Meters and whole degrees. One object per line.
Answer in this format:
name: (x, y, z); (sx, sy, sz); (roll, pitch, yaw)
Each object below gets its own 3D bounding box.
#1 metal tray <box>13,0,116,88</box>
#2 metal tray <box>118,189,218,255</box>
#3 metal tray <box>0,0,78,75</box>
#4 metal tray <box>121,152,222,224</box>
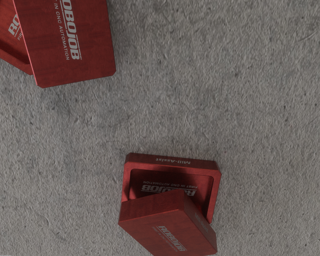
metal tray: (-0.103, -0.115, 0.337); (0.091, 0.030, 0.129); (-14, 121, -16)
metal tray: (0.014, 0.138, 0.422); (0.090, 0.030, 0.130); (-18, 131, 19)
metal tray: (-0.152, -0.138, 0.354); (0.090, 0.030, 0.129); (31, 107, -11)
metal tray: (0.013, 0.087, 0.439); (0.131, 0.030, 0.089); (6, 110, -3)
